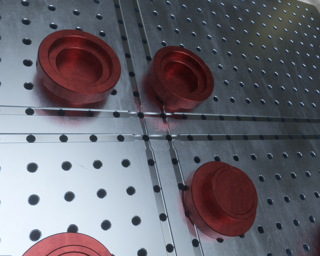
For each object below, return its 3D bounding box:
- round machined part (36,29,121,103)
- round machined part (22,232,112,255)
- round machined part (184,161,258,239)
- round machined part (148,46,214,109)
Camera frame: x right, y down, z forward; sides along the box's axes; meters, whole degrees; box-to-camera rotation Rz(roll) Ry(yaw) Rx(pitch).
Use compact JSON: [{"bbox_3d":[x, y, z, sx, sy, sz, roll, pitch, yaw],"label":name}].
[{"bbox_3d":[-0.102,-0.072,0.387,0.099,0.042,0.098,14,56,-21],"label":"round machined part"},{"bbox_3d":[-0.081,0.141,0.269,0.099,0.042,0.098,14,56,-21],"label":"round machined part"},{"bbox_3d":[0.083,0.086,0.391,0.099,0.042,0.098,14,56,-21],"label":"round machined part"},{"bbox_3d":[0.027,-0.069,0.456,0.099,0.042,0.098,14,56,-21],"label":"round machined part"}]
